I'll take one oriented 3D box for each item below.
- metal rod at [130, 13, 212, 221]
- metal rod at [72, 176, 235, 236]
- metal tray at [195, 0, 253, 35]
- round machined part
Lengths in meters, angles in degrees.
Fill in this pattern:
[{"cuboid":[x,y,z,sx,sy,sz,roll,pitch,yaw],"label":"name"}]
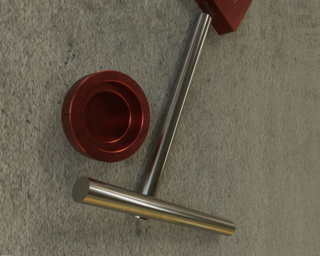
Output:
[{"cuboid":[0.020,-0.026,0.423,0.025,0.025,0.299,29,72,-37],"label":"metal rod"},{"cuboid":[0.018,0.110,0.394,0.301,0.025,0.025,30,71,-45],"label":"metal rod"},{"cuboid":[0.089,-0.222,0.478,0.130,0.030,0.090,44,63,-31],"label":"metal tray"},{"cuboid":[-0.062,-0.012,0.343,0.099,0.042,0.097,0,90,-40],"label":"round machined part"}]
